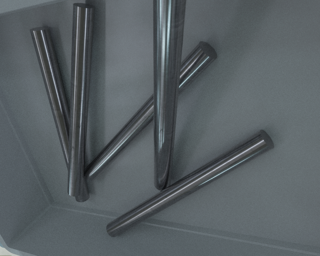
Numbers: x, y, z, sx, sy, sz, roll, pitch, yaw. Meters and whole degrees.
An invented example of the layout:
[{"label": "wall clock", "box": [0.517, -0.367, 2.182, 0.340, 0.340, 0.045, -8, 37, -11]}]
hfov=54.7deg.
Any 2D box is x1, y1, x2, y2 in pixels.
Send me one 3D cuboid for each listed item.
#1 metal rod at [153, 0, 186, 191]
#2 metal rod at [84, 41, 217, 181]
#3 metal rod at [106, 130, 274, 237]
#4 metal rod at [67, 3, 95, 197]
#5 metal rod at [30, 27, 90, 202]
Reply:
[{"label": "metal rod", "box": [0.006, -0.011, 0.342, 0.025, 0.025, 0.298, 21, 144, 15]}, {"label": "metal rod", "box": [-0.032, -0.003, 0.423, 0.025, 0.025, 0.299, 44, 129, -3]}, {"label": "metal rod", "box": [0.022, 0.090, 0.432, 0.299, 0.025, 0.025, -38, 97, 32]}, {"label": "metal rod", "box": [-0.116, -0.020, 0.442, 0.025, 0.025, 0.298, 21, 122, 15]}, {"label": "metal rod", "box": [-0.150, -0.003, 0.485, 0.025, 0.025, 0.298, 10, 123, 23]}]
